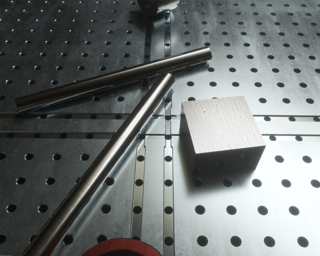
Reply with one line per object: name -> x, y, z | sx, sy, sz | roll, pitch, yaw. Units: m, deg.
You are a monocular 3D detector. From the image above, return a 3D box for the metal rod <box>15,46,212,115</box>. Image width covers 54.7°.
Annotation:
metal rod -> -0.059, -0.076, 0.470 | 0.302, 0.025, 0.025 | -19, 53, -16

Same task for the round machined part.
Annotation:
round machined part -> -0.034, 0.151, 0.269 | 0.099, 0.042, 0.098 | 0, 50, 0

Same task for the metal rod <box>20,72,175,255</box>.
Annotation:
metal rod -> -0.056, 0.028, 0.382 | 0.025, 0.025, 0.301 | 22, 53, 17

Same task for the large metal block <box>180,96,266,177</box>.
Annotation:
large metal block -> 0.073, 0.009, 0.385 | 0.081, 0.050, 0.080 | -6, 50, -6

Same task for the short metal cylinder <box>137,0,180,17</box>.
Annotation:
short metal cylinder -> -0.006, -0.260, 0.590 | 0.050, 0.080, 0.080 | -29, 56, -22
